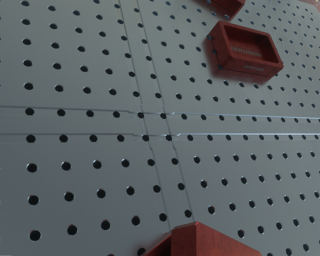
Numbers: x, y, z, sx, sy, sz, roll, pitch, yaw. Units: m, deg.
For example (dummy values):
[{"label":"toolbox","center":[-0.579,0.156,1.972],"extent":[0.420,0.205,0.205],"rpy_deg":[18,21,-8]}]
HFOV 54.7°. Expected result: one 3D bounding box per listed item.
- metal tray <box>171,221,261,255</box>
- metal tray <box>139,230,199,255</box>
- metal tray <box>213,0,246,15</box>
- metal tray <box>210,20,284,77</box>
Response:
[{"label":"metal tray","center":[0.063,0.158,0.310],"extent":[0.130,0.030,0.090],"rpy_deg":[35,43,-35]},{"label":"metal tray","center":[0.000,0.170,0.302],"extent":[0.131,0.030,0.090],"rpy_deg":[-27,76,-37]},{"label":"metal tray","center":[0.126,-0.310,0.665],"extent":[0.130,0.030,0.090],"rpy_deg":[30,52,-9]},{"label":"metal tray","center":[0.165,-0.149,0.587],"extent":[0.131,0.030,0.090],"rpy_deg":[4,60,-27]}]
